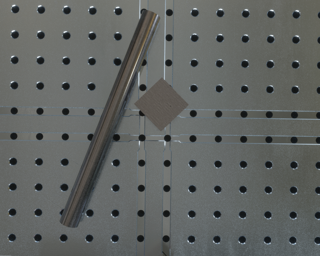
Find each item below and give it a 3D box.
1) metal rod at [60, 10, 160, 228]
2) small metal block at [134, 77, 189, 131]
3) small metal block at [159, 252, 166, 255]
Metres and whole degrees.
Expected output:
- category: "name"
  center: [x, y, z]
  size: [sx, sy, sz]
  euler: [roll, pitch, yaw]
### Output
- category: "metal rod"
  center: [-0.066, -0.012, 0.412]
  size: [0.025, 0.025, 0.299]
  euler: [22, 90, -1]
- category: "small metal block"
  center: [0.002, -0.031, 0.413]
  size: [0.050, 0.025, 0.050]
  euler: [-44, 91, 0]
- category: "small metal block"
  center: [-0.007, 0.197, 0.401]
  size: [0.050, 0.050, 0.025]
  euler: [-41, 90, 0]
